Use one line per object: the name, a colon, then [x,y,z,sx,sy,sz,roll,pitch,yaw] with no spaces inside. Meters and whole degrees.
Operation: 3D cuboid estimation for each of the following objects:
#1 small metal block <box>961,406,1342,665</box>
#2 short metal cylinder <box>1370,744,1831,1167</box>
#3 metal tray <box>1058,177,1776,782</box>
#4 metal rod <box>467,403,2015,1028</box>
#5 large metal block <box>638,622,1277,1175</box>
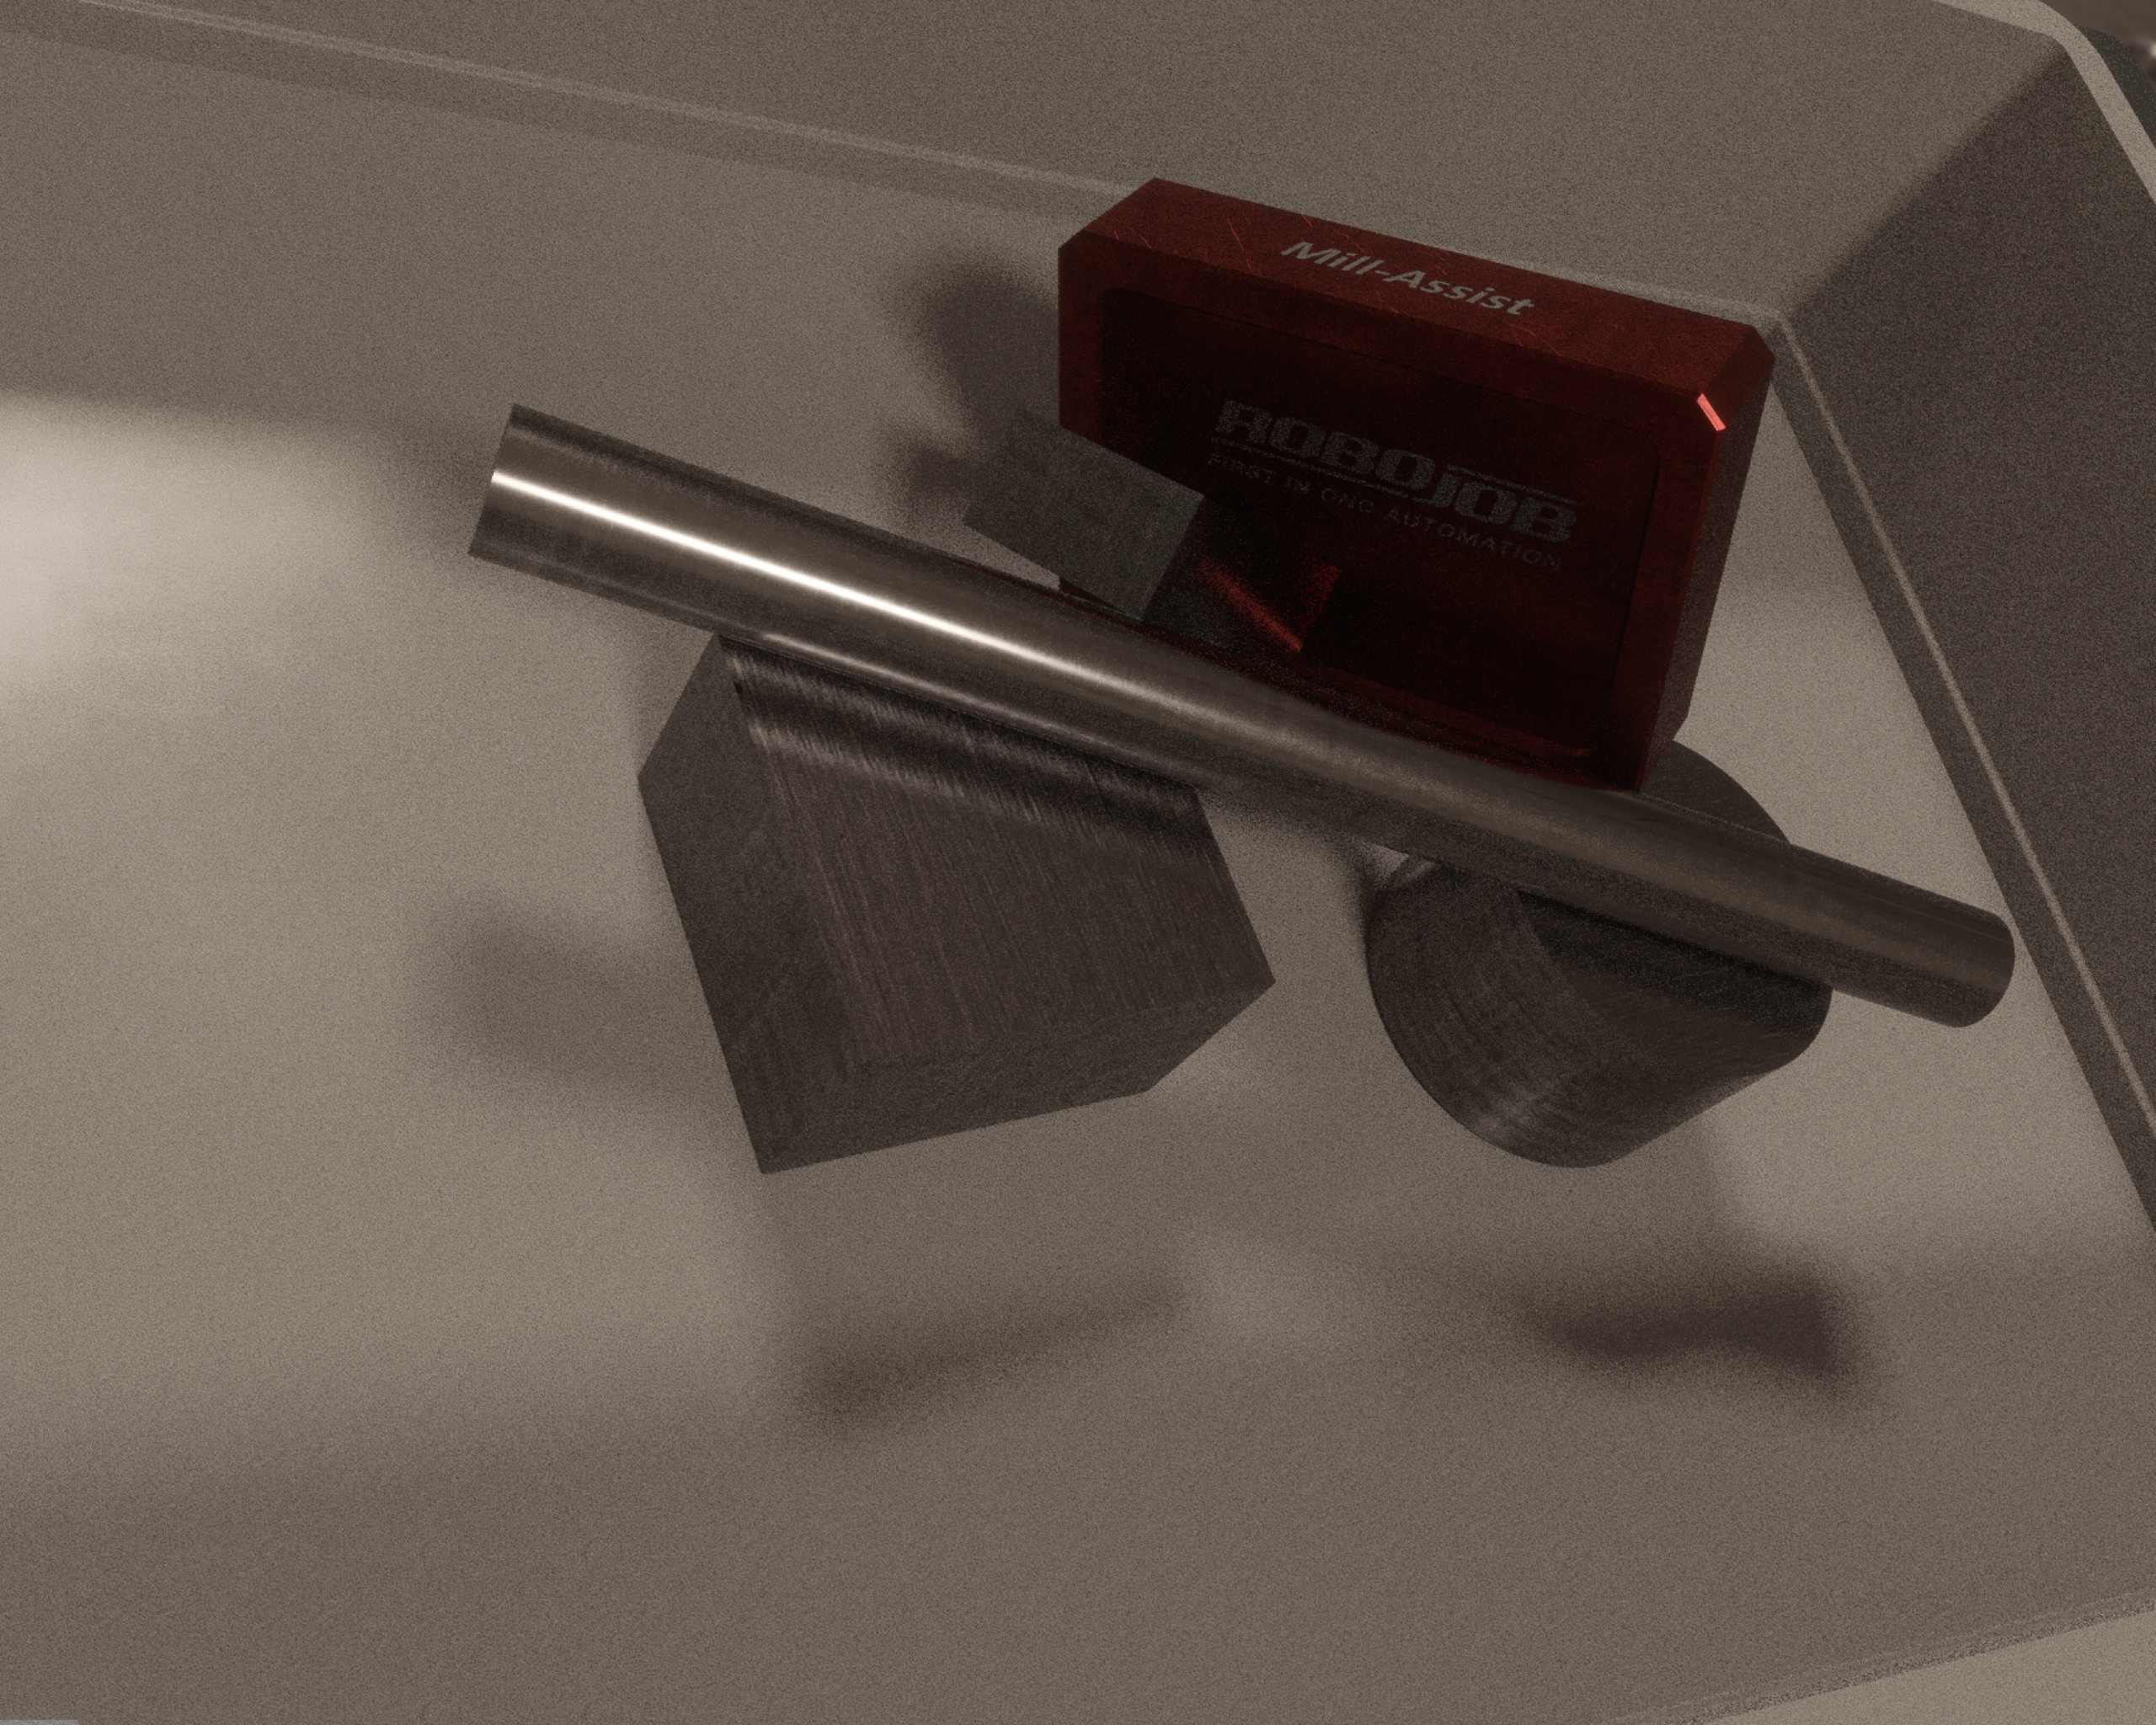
small metal block: [0.015,-0.062,0.408,0.050,0.025,0.050,34,11,36]
short metal cylinder: [0.109,0.018,0.438,0.081,0.050,0.080,14,56,-21]
metal tray: [0.059,-0.073,0.409,0.130,0.089,0.030,22,46,22]
metal rod: [0.045,-0.019,0.376,0.302,0.025,0.025,17,55,-19]
large metal block: [-0.024,0.003,0.375,0.081,0.050,0.080,-8,66,-32]
